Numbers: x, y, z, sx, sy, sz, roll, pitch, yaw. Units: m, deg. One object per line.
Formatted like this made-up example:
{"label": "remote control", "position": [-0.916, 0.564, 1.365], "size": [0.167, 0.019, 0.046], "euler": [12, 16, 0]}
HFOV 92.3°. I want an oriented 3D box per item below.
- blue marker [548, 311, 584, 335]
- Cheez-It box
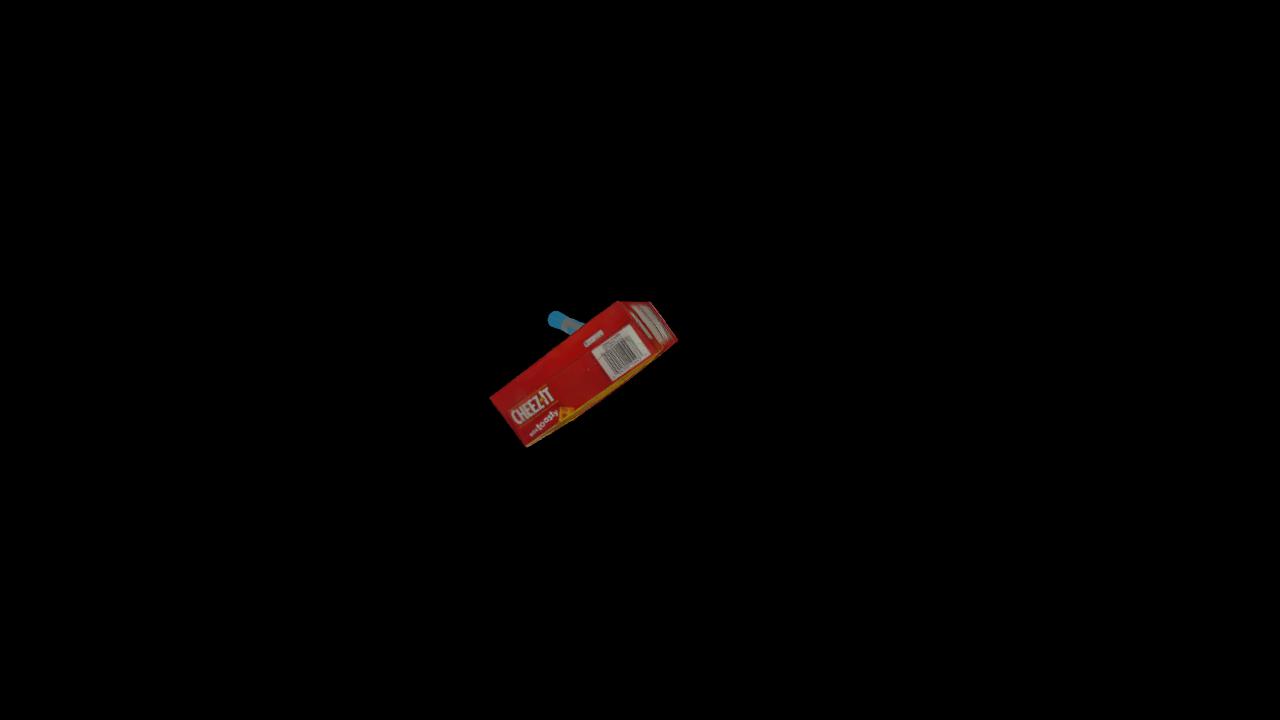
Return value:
{"label": "blue marker", "position": [-0.057, -0.028, 0.638], "size": [0.020, 0.020, 0.121], "euler": [0, 19, -44]}
{"label": "Cheez-It box", "position": [-0.048, 0.006, 0.690], "size": [0.166, 0.071, 0.223], "euler": [-36, -2, 10]}
